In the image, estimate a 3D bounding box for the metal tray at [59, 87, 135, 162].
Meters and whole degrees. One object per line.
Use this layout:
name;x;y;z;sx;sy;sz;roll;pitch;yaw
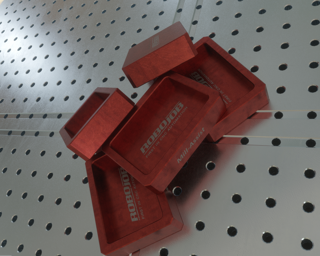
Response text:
metal tray;-0.090;-0.012;0.418;0.090;0.030;0.130;-51;22;-8

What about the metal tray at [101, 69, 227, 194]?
metal tray;0.003;0.000;0.364;0.090;0.030;0.130;32;79;37

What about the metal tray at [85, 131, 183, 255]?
metal tray;-0.037;0.076;0.376;0.090;0.030;0.130;-29;52;9

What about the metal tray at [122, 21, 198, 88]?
metal tray;-0.001;-0.106;0.431;0.090;0.030;0.130;-27;23;11

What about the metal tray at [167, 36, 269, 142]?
metal tray;0.064;-0.055;0.404;0.090;0.030;0.130;-37;51;3
